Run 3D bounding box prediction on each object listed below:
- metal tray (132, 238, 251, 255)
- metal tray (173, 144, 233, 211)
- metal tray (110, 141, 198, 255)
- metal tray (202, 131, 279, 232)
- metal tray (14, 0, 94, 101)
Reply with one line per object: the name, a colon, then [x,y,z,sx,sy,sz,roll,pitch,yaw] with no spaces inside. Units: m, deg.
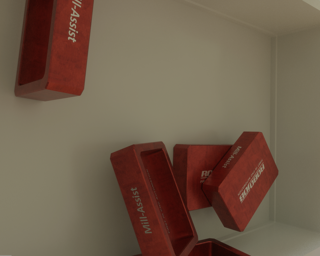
metal tray: [0.037,0.163,0.347,0.131,0.090,0.030,0,90,-31]
metal tray: [0.077,0.070,0.468,0.131,0.030,0.089,3,88,-40]
metal tray: [-0.003,0.082,0.349,0.090,0.030,0.129,0,68,-69]
metal tray: [0.127,0.077,0.470,0.131,0.030,0.090,-45,117,-31]
metal tray: [-0.097,-0.093,0.282,0.030,0.090,0.129,9,85,-40]
